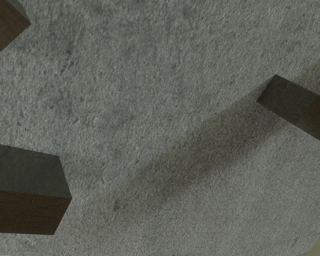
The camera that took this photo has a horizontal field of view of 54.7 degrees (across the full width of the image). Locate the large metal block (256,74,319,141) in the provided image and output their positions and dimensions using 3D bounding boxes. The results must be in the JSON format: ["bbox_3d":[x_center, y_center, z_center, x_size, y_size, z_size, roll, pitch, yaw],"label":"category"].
[{"bbox_3d":[0.210,-0.031,0.470,0.080,0.080,0.050,22,107,-37],"label":"large metal block"}]

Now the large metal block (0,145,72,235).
[{"bbox_3d":[-0.150,0.064,0.330,0.081,0.080,0.050,18,109,-36],"label":"large metal block"}]

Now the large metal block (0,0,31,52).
[{"bbox_3d":[-0.149,-0.100,0.228,0.050,0.080,0.080,-43,130,1],"label":"large metal block"}]
